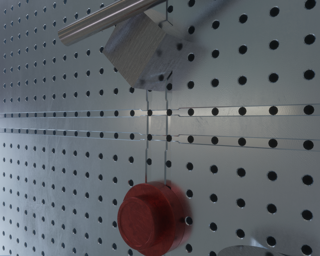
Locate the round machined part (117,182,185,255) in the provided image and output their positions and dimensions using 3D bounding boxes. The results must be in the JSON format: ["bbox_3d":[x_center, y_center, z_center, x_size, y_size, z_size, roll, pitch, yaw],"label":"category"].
[{"bbox_3d":[-0.019,0.123,0.414,0.098,0.042,0.097,0,90,40],"label":"round machined part"}]

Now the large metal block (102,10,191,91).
[{"bbox_3d":[-0.020,-0.107,0.410,0.080,0.050,0.080,50,120,28],"label":"large metal block"}]

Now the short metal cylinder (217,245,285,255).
[{"bbox_3d":[0.093,0.155,0.297,0.080,0.081,0.050,8,95,39],"label":"short metal cylinder"}]

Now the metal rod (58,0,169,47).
[{"bbox_3d":[0.007,-0.159,0.353,0.300,0.025,0.025,-16,79,23],"label":"metal rod"}]
